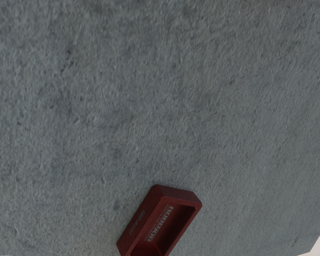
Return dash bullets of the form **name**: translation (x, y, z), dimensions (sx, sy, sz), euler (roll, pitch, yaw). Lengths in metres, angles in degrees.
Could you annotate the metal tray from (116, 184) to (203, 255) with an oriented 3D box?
- **metal tray**: translation (-0.001, 0.157, 0.502), dimensions (0.091, 0.030, 0.129), euler (20, 108, -36)
